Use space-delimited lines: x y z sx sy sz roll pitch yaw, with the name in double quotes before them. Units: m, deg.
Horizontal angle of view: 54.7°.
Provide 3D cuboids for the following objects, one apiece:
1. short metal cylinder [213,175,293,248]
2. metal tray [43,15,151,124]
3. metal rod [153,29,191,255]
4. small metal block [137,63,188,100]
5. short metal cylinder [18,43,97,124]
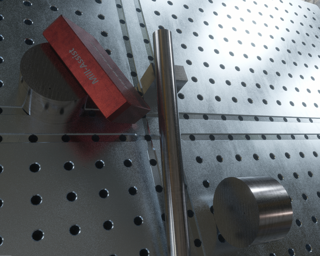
"short metal cylinder" 0.108 0.098 0.371 0.050 0.080 0.080 2 61 -27
"metal tray" -0.071 -0.065 0.372 0.130 0.030 0.090 52 10 8
"metal rod" 0.013 0.021 0.363 0.025 0.025 0.299 4 72 -26
"small metal block" 0.003 -0.063 0.432 0.050 0.050 0.025 -1 62 -29
"short metal cylinder" -0.119 -0.051 0.359 0.081 0.050 0.080 13 57 -20
